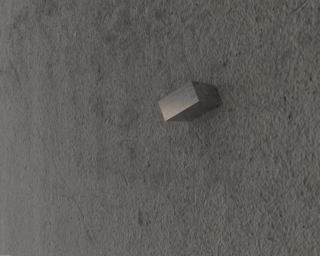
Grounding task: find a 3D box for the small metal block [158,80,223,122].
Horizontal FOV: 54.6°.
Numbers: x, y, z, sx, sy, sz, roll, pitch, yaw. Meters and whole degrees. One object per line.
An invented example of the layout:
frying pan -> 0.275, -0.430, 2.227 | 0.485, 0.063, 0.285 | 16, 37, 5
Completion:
small metal block -> 0.036, -0.029, 0.360 | 0.050, 0.050, 0.025 | -30, 71, 36
